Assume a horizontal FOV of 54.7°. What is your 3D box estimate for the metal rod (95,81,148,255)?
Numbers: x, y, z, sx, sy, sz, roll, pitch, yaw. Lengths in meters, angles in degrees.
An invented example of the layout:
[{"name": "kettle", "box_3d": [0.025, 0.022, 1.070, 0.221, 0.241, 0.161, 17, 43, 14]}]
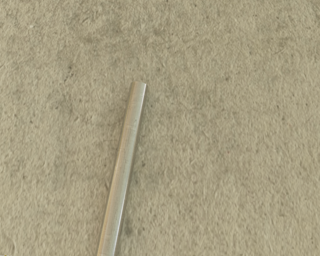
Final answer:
[{"name": "metal rod", "box_3d": [-0.051, 0.080, 0.378, 0.025, 0.025, 0.299, 8, 70, 3]}]
